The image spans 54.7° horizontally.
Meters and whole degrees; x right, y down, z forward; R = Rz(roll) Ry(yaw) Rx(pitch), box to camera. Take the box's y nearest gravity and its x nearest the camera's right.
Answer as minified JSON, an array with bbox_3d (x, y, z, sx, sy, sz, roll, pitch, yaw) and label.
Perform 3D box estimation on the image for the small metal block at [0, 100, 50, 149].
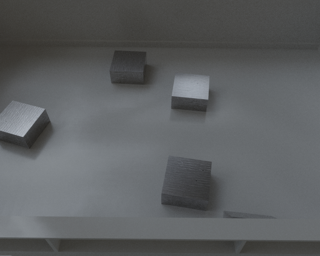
[{"bbox_3d":[-0.183,-0.005,0.407,0.050,0.025,0.050,14,51,11],"label":"small metal block"}]

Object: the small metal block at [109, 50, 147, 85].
[{"bbox_3d":[-0.048,-0.095,0.484,0.050,0.025,0.050,3,50,2],"label":"small metal block"}]

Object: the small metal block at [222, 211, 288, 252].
[{"bbox_3d":[0.090,0.099,0.303,0.050,0.050,0.025,5,81,4],"label":"small metal block"}]

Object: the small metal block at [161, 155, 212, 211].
[{"bbox_3d":[0.031,0.062,0.353,0.050,0.025,0.050,8,50,6],"label":"small metal block"}]

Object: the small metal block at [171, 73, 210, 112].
[{"bbox_3d":[0.044,-0.052,0.450,0.050,0.025,0.050,6,50,5],"label":"small metal block"}]
